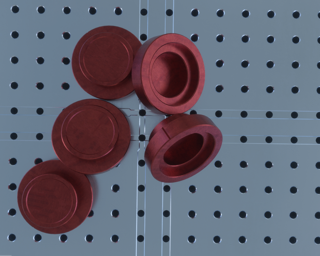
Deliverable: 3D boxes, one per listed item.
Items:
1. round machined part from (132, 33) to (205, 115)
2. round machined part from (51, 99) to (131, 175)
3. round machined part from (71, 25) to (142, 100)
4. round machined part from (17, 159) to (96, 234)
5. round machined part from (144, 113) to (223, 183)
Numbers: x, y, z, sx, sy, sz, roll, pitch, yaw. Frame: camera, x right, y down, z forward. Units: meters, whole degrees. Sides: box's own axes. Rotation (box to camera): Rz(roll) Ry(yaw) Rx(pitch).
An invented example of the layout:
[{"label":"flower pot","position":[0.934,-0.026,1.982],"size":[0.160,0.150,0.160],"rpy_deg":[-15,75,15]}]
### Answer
[{"label":"round machined part","position":[0.007,-0.066,0.390],"size":[0.099,0.042,0.097],"rpy_deg":[-5,99,-35]},{"label":"round machined part","position":[-0.086,0.009,0.392],"size":[0.099,0.042,0.098],"rpy_deg":[2,76,-8]},{"label":"round machined part","position":[-0.067,-0.086,0.404],"size":[0.099,0.042,0.097],"rpy_deg":[0,90,-1]},{"label":"round machined part","position":[-0.137,0.090,0.403],"size":[0.099,0.042,0.097],"rpy_deg":[0,90,-1]},{"label":"round machined part","position":[0.025,0.020,0.387],"size":[0.098,0.098,0.042],"rpy_deg":[-34,51,0]}]
